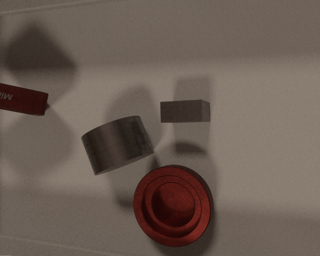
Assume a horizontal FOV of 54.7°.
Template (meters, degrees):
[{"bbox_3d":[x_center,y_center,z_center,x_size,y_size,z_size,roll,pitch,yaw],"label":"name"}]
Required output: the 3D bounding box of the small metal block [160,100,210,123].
[{"bbox_3d":[0.033,-0.020,0.385,0.050,0.050,0.025,-2,90,19],"label":"small metal block"}]

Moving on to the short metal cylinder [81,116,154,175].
[{"bbox_3d":[-0.054,0.023,0.399,0.080,0.080,0.050,-24,82,18],"label":"short metal cylinder"}]

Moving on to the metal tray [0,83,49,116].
[{"bbox_3d":[-0.225,-0.043,0.417,0.131,0.090,0.030,11,87,-25],"label":"metal tray"}]

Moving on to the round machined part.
[{"bbox_3d":[0.019,0.095,0.394,0.098,0.042,0.097,0,90,19],"label":"round machined part"}]
